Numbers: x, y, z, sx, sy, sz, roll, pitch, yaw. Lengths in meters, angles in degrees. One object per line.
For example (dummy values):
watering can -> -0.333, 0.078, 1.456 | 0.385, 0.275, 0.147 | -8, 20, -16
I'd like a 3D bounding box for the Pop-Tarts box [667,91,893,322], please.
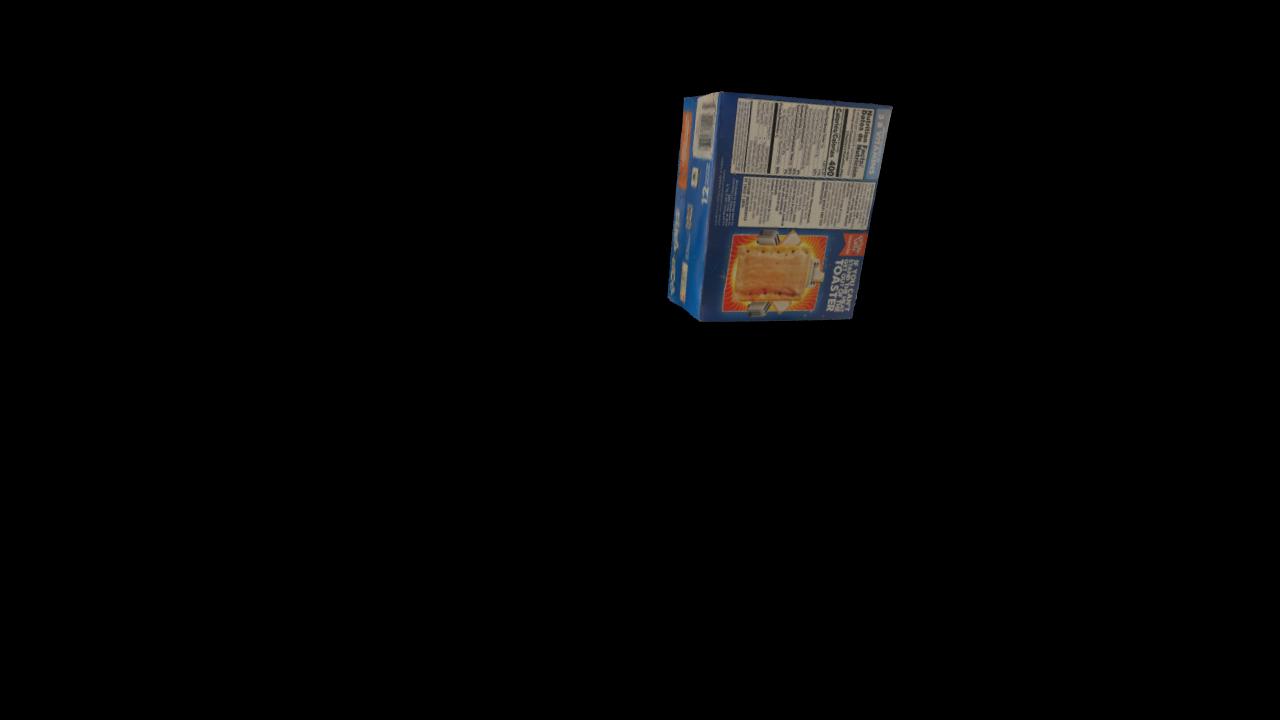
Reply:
Pop-Tarts box -> 0.105, -0.121, 0.499 | 0.141, 0.167, 0.083 | -2, 22, -15
